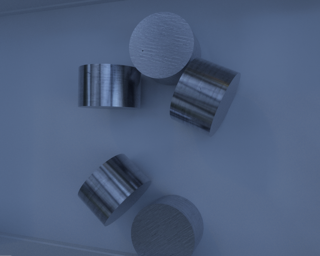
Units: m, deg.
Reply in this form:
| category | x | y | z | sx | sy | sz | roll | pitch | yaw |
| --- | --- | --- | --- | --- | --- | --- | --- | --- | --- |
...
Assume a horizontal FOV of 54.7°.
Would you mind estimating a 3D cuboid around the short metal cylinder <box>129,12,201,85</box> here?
| category | x | y | z | sx | sy | sz | roll | pitch | yaw |
| --- | --- | --- | --- | --- | --- | --- | --- | --- | --- |
| short metal cylinder | 0.008 | -0.098 | 0.391 | 0.080 | 0.050 | 0.080 | 0 | 88 | 17 |

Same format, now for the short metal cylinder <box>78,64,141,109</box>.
| category | x | y | z | sx | sy | sz | roll | pitch | yaw |
| --- | --- | --- | --- | --- | --- | --- | --- | --- | --- |
| short metal cylinder | -0.065 | -0.051 | 0.403 | 0.080 | 0.080 | 0.050 | 2 | 91 | 19 |

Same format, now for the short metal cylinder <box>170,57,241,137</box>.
| category | x | y | z | sx | sy | sz | roll | pitch | yaw |
| --- | --- | --- | --- | --- | --- | --- | --- | --- | --- |
| short metal cylinder | 0.053 | -0.036 | 0.362 | 0.050 | 0.080 | 0.080 | 26 | 99 | 18 |

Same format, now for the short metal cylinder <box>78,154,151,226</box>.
| category | x | y | z | sx | sy | sz | roll | pitch | yaw |
| --- | --- | --- | --- | --- | --- | --- | --- | --- | --- |
| short metal cylinder | -0.057 | 0.079 | 0.400 | 0.050 | 0.080 | 0.080 | 43 | 103 | 14 |

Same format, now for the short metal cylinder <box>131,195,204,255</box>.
| category | x | y | z | sx | sy | sz | roll | pitch | yaw |
| --- | --- | --- | --- | --- | --- | --- | --- | --- | --- |
| short metal cylinder | 0.011 | 0.130 | 0.393 | 0.080 | 0.050 | 0.079 | 0 | 90 | 19 |
